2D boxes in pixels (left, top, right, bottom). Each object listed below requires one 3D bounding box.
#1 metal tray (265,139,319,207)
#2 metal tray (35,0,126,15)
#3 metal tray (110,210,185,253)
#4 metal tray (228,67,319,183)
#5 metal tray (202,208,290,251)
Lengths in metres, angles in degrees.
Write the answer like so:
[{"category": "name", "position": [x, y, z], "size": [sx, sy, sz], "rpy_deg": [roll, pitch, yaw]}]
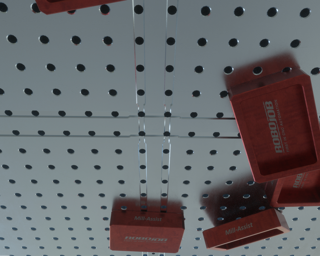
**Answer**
[{"category": "metal tray", "position": [0.220, 0.069, 0.470], "size": [0.091, 0.030, 0.129], "rpy_deg": [-2, 130, 1]}, {"category": "metal tray", "position": [-0.057, -0.159, 0.272], "size": [0.131, 0.030, 0.090], "rpy_deg": [-8, 130, 6]}, {"category": "metal tray", "position": [-0.026, 0.193, 0.573], "size": [0.131, 0.030, 0.089], "rpy_deg": [4, 130, -5]}, {"category": "metal tray", "position": [0.147, 0.001, 0.388], "size": [0.090, 0.030, 0.129], "rpy_deg": [-17, 113, 13]}, {"category": "metal tray", "position": [0.153, 0.182, 0.546], "size": [0.130, 0.030, 0.090], "rpy_deg": [-26, 147, 20]}]
